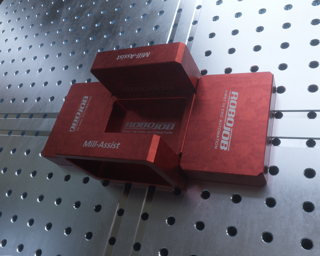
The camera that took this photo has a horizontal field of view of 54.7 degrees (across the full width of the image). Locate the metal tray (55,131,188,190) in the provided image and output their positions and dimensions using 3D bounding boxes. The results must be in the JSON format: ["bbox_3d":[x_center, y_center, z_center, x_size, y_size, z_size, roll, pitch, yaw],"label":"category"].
[{"bbox_3d":[-0.044,0.038,0.363,0.130,0.090,0.030,1,63,28],"label":"metal tray"}]

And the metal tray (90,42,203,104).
[{"bbox_3d":[-0.014,-0.067,0.414,0.130,0.090,0.030,1,63,28],"label":"metal tray"}]

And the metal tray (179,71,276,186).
[{"bbox_3d":[0.081,-0.003,0.361,0.090,0.030,0.130,2,62,27],"label":"metal tray"}]

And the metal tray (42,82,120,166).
[{"bbox_3d":[-0.113,-0.008,0.467,0.090,0.030,0.130,1,62,28],"label":"metal tray"}]

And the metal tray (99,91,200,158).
[{"bbox_3d":[-0.017,-0.001,0.410,0.130,0.030,0.090,1,62,28],"label":"metal tray"}]
